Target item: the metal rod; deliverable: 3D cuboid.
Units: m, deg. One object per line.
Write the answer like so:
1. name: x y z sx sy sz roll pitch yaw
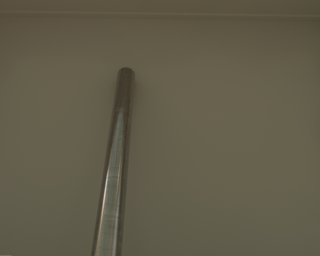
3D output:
1. metal rod: -0.046 0.030 0.332 0.025 0.025 0.300 -1 45 0
